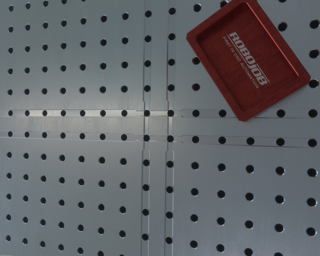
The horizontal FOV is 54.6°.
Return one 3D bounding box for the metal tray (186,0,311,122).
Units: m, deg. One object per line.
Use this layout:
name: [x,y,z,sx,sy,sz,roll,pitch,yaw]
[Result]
metal tray: [0.103,-0.083,0.373,0.090,0.030,0.130,-33,79,17]
